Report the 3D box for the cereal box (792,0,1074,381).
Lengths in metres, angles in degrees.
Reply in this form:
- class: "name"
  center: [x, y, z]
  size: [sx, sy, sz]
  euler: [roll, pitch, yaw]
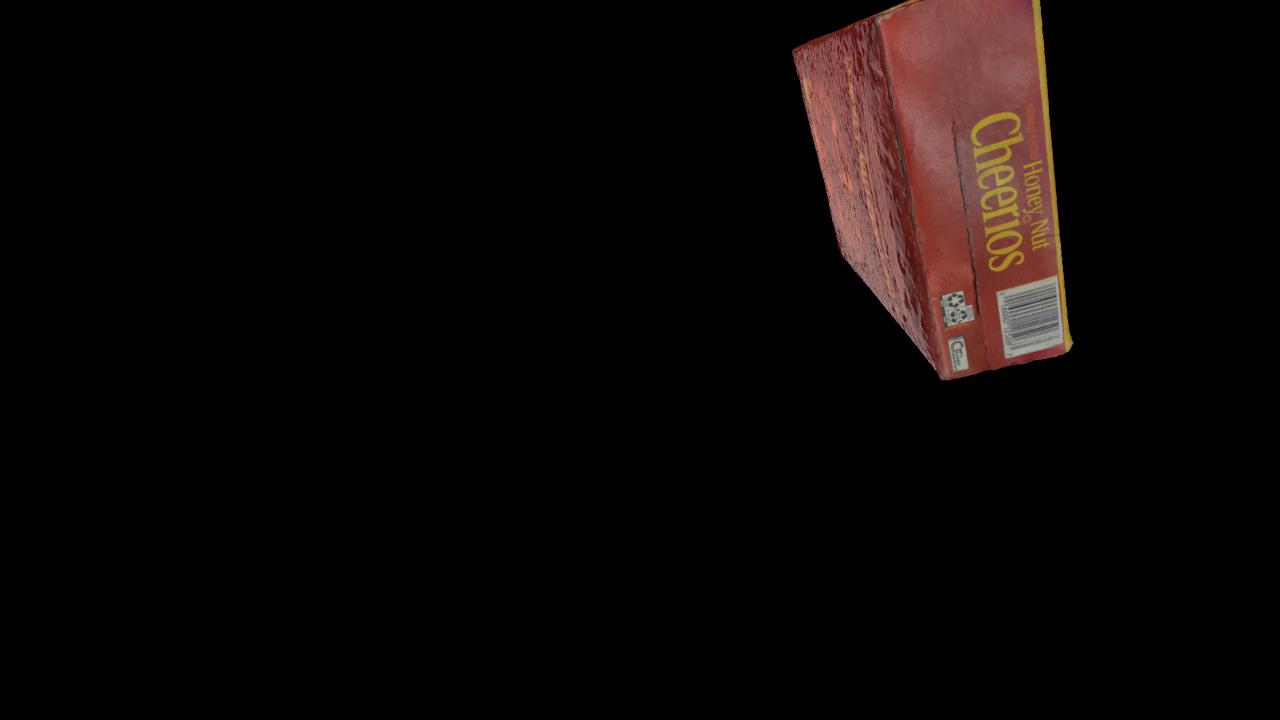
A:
- class: "cereal box"
  center: [0.188, -0.143, 0.447]
  size: [0.081, 0.203, 0.306]
  euler: [-16, 21, 13]
